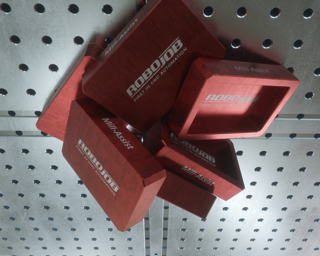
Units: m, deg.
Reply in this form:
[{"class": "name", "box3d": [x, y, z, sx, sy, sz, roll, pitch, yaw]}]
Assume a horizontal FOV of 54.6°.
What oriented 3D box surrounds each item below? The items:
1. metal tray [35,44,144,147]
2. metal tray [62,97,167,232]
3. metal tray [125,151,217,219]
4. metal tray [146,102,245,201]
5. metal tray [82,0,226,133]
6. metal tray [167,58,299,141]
[{"class": "metal tray", "box3d": [-0.082, -0.028, 0.384, 0.090, 0.030, 0.129, 31, 124, -25]}, {"class": "metal tray", "box3d": [-0.058, 0.037, 0.343, 0.030, 0.130, 0.089, -20, 145, -42]}, {"class": "metal tray", "box3d": [0.002, 0.066, 0.405, 0.090, 0.130, 0.030, 31, 85, -24]}, {"class": "metal tray", "box3d": [0.044, 0.026, 0.390, 0.130, 0.090, 0.030, 31, 123, -24]}, {"class": "metal tray", "box3d": [-0.007, -0.066, 0.327, 0.130, 0.030, 0.090, -44, 122, 14]}, {"class": "metal tray", "box3d": [0.083, -0.029, 0.352, 0.131, 0.030, 0.089, -2, 135, -29]}]
